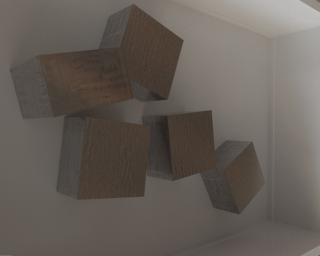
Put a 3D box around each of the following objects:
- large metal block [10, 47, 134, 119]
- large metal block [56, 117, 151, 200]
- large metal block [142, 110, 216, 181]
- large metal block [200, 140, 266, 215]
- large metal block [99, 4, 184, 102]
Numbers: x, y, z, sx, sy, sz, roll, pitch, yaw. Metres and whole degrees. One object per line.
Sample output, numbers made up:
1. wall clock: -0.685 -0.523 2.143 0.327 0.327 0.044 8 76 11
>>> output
1. large metal block: -0.086 -0.043 0.300 0.081 0.080 0.050 -18 102 -39
2. large metal block: -0.061 0.033 0.341 0.081 0.050 0.080 8 85 -40
3. large metal block: 0.027 0.020 0.415 0.081 0.050 0.079 -9 96 -40
4. large metal block: 0.115 0.075 0.490 0.081 0.050 0.080 -35 112 -35
5. large metal block: -0.026 -0.084 0.370 0.080 0.050 0.080 24 75 -38
